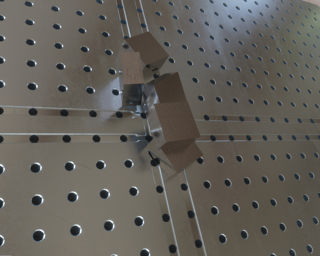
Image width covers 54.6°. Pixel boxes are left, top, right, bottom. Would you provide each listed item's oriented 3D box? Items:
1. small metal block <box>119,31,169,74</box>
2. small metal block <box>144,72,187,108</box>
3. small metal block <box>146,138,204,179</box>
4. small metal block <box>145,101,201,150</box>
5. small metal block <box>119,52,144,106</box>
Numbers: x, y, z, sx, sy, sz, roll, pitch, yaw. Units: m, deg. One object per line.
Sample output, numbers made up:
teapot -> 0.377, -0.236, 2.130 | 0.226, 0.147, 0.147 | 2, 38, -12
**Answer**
small metal block -> -0.024, -0.112, 0.463 | 0.050, 0.025, 0.050 | -32, 80, -38
small metal block -> 0.007, -0.043, 0.423 | 0.050, 0.025, 0.050 | -36, 115, -38
small metal block -> 0.019, 0.029, 0.400 | 0.050, 0.025, 0.050 | -26, 76, -37
small metal block -> 0.016, -0.004, 0.384 | 0.050, 0.025, 0.050 | -7, 69, -31
small metal block -> -0.039, -0.063, 0.406 | 0.025, 0.050, 0.050 | -4, 63, -12
